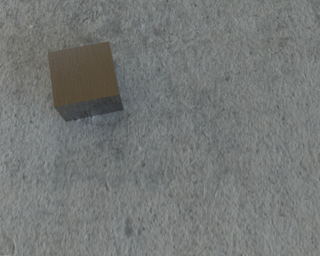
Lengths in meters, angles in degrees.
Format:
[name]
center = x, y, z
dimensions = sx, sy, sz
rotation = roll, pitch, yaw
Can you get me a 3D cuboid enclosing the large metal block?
[large metal block]
center = -0.098, -0.062, 0.416
dimensions = 0.081, 0.050, 0.080
rotation = -12, 71, -5
